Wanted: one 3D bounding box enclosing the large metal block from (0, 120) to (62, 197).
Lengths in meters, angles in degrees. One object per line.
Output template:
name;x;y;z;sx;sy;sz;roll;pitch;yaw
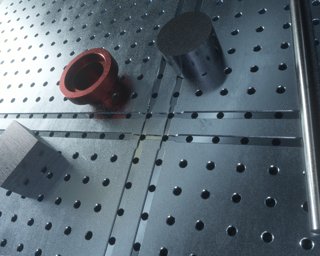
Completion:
large metal block;-0.214;0.045;0.474;0.080;0.050;0.080;28;77;37

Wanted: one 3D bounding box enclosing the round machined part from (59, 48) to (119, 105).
round machined part;-0.109;-0.078;0.500;0.098;0.042;0.098;-13;56;20

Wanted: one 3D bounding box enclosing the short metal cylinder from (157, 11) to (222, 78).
short metal cylinder;0.042;-0.118;0.441;0.080;0.050;0.080;-13;56;20

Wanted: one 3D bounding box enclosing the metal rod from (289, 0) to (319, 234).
metal rod;0.166;-0.039;0.344;0.025;0.025;0.299;-6;59;25
